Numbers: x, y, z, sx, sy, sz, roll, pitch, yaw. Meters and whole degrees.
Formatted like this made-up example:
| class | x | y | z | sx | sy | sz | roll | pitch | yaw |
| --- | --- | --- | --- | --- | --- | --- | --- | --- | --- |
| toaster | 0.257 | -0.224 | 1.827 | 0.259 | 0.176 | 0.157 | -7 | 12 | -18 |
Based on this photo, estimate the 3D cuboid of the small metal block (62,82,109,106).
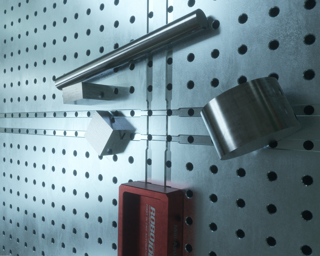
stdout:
| class | x | y | z | sx | sy | sz | roll | pitch | yaw |
| --- | --- | --- | --- | --- | --- | --- | --- | --- | --- |
| small metal block | -0.117 | -0.053 | 0.490 | 0.050 | 0.050 | 0.025 | -8 | 85 | 40 |

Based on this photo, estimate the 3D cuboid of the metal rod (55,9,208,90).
| class | x | y | z | sx | sy | sz | roll | pitch | yaw |
| --- | --- | --- | --- | --- | --- | --- | --- | --- | --- |
| metal rod | -0.064 | -0.104 | 0.462 | 0.300 | 0.025 | 0.025 | -12 | 82 | 39 |

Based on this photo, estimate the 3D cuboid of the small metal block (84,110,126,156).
| class | x | y | z | sx | sy | sz | roll | pitch | yaw |
| --- | --- | --- | --- | --- | --- | --- | --- | --- | --- |
| small metal block | -0.087 | 0.008 | 0.482 | 0.050 | 0.025 | 0.050 | 44 | 116 | 31 |

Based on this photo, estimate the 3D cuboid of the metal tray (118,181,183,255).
| class | x | y | z | sx | sy | sz | roll | pitch | yaw |
| --- | --- | --- | --- | --- | --- | --- | --- | --- | --- |
| metal tray | -0.015 | 0.144 | 0.418 | 0.090 | 0.030 | 0.129 | 2 | 91 | 40 |

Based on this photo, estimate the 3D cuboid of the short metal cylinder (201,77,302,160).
| class | x | y | z | sx | sy | sz | roll | pitch | yaw |
| --- | --- | --- | --- | --- | --- | --- | --- | --- | --- |
| short metal cylinder | 0.087 | -0.007 | 0.302 | 0.080 | 0.081 | 0.050 | -33 | 70 | 35 |
